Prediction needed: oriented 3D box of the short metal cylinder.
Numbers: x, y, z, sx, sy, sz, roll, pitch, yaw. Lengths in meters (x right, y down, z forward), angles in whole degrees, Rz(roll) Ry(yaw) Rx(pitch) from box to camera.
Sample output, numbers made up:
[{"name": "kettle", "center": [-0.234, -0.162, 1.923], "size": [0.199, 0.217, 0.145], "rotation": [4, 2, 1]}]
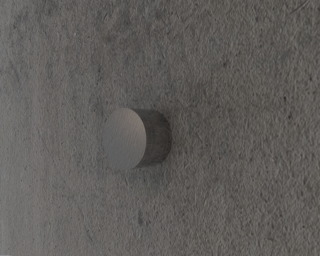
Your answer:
[{"name": "short metal cylinder", "center": [-0.031, 0.014, 0.415], "size": [0.080, 0.050, 0.080], "rotation": [0, 90, 40]}]
